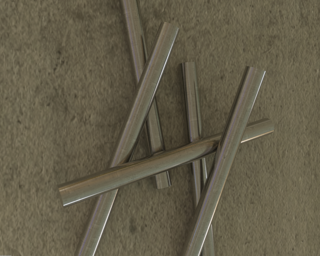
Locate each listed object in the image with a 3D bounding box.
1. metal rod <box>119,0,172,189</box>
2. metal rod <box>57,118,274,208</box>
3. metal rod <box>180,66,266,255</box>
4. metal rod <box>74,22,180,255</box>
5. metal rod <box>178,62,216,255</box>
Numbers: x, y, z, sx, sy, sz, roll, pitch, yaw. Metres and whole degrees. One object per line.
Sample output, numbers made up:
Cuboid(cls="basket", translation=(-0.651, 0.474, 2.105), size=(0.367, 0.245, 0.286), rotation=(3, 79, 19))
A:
Cuboid(cls="metal rod", translation=(-0.023, -0.070, 0.401), size=(0.025, 0.025, 0.298), rotation=(-12, 94, -20))
Cuboid(cls="metal rod", translation=(0.027, 0.034, 0.388), size=(0.303, 0.025, 0.025), rotation=(-16, 96, -26))
Cuboid(cls="metal rod", translation=(0.072, 0.070, 0.396), size=(0.025, 0.025, 0.298), rotation=(13, 101, -20))
Cuboid(cls="metal rod", translation=(-0.040, 0.017, 0.376), size=(0.025, 0.025, 0.299), rotation=(21, 90, -19))
Cuboid(cls="metal rod", translation=(0.053, 0.060, 0.430), size=(0.025, 0.025, 0.298), rotation=(-7, 93, -20))
